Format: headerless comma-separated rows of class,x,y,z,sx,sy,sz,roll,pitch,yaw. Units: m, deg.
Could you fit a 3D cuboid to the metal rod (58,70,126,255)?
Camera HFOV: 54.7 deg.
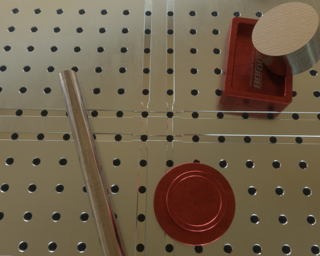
metal rod,-0.084,0.059,0.389,0.025,0.025,0.299,-17,71,-6

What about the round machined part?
round machined part,0.041,0.089,0.370,0.099,0.042,0.098,0,70,0

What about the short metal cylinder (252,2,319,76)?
short metal cylinder,0.169,-0.116,0.409,0.080,0.050,0.080,-16,60,29

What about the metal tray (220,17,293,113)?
metal tray,0.139,-0.093,0.443,0.090,0.030,0.130,9,70,3
